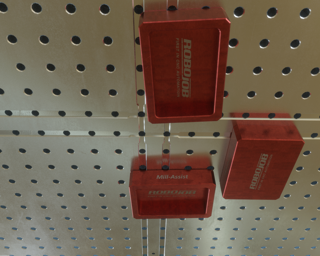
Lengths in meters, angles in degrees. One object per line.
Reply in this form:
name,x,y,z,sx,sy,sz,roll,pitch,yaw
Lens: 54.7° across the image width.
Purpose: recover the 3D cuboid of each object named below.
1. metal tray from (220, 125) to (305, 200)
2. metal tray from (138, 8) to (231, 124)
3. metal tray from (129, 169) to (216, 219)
metal tray,0.145,0.055,0.457,0.091,0.030,0.129,1,130,-2
metal tray,0.027,-0.065,0.353,0.091,0.030,0.129,-3,130,1
metal tray,0.019,0.108,0.500,0.131,0.030,0.089,-1,130,0
